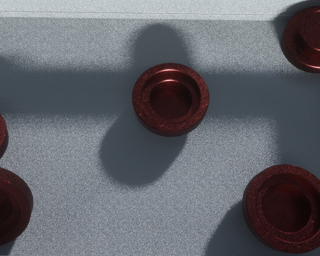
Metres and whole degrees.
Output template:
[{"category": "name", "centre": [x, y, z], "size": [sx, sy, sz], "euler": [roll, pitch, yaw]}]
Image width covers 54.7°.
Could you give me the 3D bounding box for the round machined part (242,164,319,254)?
[{"category": "round machined part", "centre": [0.146, 0.095, 0.367], "size": [0.099, 0.042, 0.098], "euler": [0, 70, 0]}]

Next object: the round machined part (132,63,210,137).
[{"category": "round machined part", "centre": [0.014, -0.034, 0.413], "size": [0.099, 0.042, 0.098], "euler": [0, 70, 0]}]

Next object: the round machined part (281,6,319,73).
[{"category": "round machined part", "centre": [0.229, -0.131, 0.441], "size": [0.098, 0.042, 0.098], "euler": [-1, 77, 7]}]

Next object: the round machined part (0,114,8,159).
[{"category": "round machined part", "centre": [-0.241, 0.017, 0.382], "size": [0.099, 0.042, 0.098], "euler": [9, 57, -14]}]

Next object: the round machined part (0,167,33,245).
[{"category": "round machined part", "centre": [-0.196, 0.084, 0.350], "size": [0.099, 0.042, 0.097], "euler": [-5, 114, -11]}]
